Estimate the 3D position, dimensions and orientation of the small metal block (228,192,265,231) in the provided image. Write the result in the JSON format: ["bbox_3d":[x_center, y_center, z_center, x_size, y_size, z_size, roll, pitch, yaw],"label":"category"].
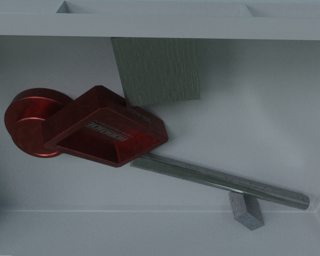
[{"bbox_3d":[0.141,0.132,0.508,0.025,0.050,0.050,-36,122,26],"label":"small metal block"}]

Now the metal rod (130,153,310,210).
[{"bbox_3d":[0.101,0.084,0.482,0.302,0.025,0.025,16,128,-14],"label":"metal rod"}]

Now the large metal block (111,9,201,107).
[{"bbox_3d":[-0.001,-0.073,0.330,0.080,0.050,0.080,-6,130,4],"label":"large metal block"}]

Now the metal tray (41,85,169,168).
[{"bbox_3d":[-0.060,0.006,0.374,0.090,0.030,0.130,-30,150,21],"label":"metal tray"}]

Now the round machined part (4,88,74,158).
[{"bbox_3d":[-0.148,0.001,0.397,0.099,0.042,0.097,0,130,0],"label":"round machined part"}]
